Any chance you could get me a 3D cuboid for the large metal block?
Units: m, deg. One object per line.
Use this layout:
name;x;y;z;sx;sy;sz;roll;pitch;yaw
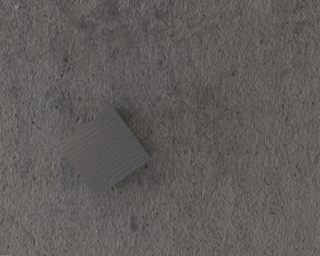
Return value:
large metal block;-0.067;0.028;0.397;0.080;0.050;0.080;-36;90;0
